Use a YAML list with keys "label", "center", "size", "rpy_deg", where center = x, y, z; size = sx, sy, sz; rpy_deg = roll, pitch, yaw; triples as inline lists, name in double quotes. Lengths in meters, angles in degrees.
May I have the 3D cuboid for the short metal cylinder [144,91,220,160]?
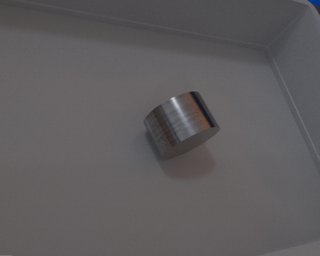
- label: "short metal cylinder"
  center: [0.027, -0.002, 0.385]
  size: [0.081, 0.080, 0.050]
  rpy_deg: [-16, 71, -34]
